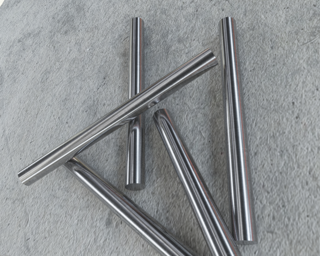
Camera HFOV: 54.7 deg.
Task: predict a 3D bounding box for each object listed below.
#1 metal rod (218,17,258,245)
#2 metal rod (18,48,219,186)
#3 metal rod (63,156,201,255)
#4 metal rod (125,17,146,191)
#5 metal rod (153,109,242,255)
[{"bbox_3d":[0.088,-0.020,0.369,0.025,0.025,0.299,-10,57,23],"label":"metal rod"},{"bbox_3d":[-0.059,-0.011,0.408,0.300,0.025,0.025,-32,52,7],"label":"metal rod"},{"bbox_3d":[-0.037,0.097,0.363,0.300,0.025,0.025,29,78,37],"label":"metal rod"},{"bbox_3d":[-0.035,-0.055,0.455,0.025,0.025,0.299,-15,55,20],"label":"metal rod"},{"bbox_3d":[0.046,0.084,0.311,0.025,0.025,0.300,-31,46,8],"label":"metal rod"}]
